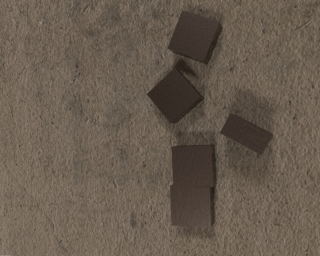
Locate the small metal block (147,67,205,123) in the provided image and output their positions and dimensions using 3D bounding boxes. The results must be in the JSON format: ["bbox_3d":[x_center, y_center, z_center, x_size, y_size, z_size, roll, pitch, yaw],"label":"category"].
[{"bbox_3d":[0.020,-0.041,0.401,0.050,0.025,0.050,-42,77,15],"label":"small metal block"}]

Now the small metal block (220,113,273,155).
[{"bbox_3d":[0.102,0.006,0.360,0.050,0.050,0.025,29,100,17],"label":"small metal block"}]

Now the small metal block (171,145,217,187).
[{"bbox_3d":[0.043,0.047,0.393,0.050,0.025,0.050,-3,89,19],"label":"small metal block"}]

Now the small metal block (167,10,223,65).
[{"bbox_3d":[0.045,-0.114,0.393,0.050,0.025,0.050,24,98,18],"label":"small metal block"}]

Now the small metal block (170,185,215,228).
[{"bbox_3d":[0.042,0.097,0.394,0.050,0.025,0.050,-2,89,19],"label":"small metal block"}]
